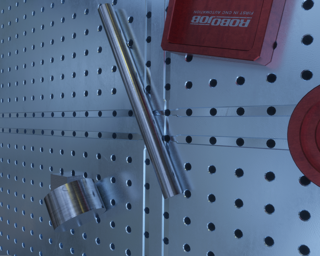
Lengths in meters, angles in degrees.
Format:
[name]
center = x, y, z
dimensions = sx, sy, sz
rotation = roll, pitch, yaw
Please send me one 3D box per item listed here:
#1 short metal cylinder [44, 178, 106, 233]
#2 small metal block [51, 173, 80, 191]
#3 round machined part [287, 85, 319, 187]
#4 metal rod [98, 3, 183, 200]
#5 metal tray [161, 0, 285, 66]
[short metal cylinder]
center = -0.131, 0.120, 0.479
dimensions = 0.080, 0.081, 0.050
rotation = -41, 65, 32
[small metal block]
center = -0.167, 0.107, 0.544
dimensions = 0.050, 0.025, 0.050
rotation = 0, 90, 39
[round machined part]
center = 0.165, 0.007, 0.262
dimensions = 0.098, 0.042, 0.097
rotation = 0, 90, 39
[metal rod]
center = -0.033, -0.048, 0.434
dimensions = 0.025, 0.025, 0.299
rotation = -32, 70, 35
[metal tray]
center = 0.066, -0.125, 0.349
dimensions = 0.130, 0.030, 0.089
rotation = 18, 101, 38
